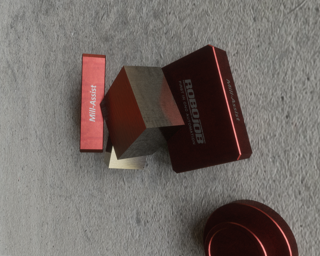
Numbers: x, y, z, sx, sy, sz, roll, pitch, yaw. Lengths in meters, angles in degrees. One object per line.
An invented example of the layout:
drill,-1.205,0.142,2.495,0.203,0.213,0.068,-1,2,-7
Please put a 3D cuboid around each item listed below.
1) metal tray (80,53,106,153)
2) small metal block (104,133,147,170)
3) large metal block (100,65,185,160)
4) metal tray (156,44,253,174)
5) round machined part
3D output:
metal tray,-0.097,-0.034,0.446,0.090,0.030,0.129,-170,82,-78
small metal block,-0.044,0.028,0.419,0.025,0.050,0.050,30,111,61
large metal block,-0.025,-0.017,0.372,0.080,0.050,0.080,-46,58,48
metal tray,0.046,-0.019,0.363,0.090,0.030,0.129,-19,78,38
round machined part,0.086,0.127,0.322,0.098,0.042,0.097,0,90,39
